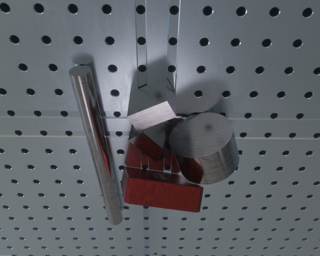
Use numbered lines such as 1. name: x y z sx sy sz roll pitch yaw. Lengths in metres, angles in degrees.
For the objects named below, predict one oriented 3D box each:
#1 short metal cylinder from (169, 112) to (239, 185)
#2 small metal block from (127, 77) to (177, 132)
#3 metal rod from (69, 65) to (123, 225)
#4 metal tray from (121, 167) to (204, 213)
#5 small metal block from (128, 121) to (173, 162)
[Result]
1. short metal cylinder: 0.057 0.025 0.397 0.080 0.080 0.050 -14 129 11
2. small metal block: -0.009 -0.029 0.370 0.050 0.050 0.025 -20 127 16
3. metal rod: -0.085 0.048 0.451 0.025 0.025 0.298 -2 130 2
4. metal tray: -0.004 0.079 0.419 0.091 0.130 0.030 10 87 -9
5. small metal block: -0.010 0.007 0.399 0.025 0.050 0.050 -29 125 31
